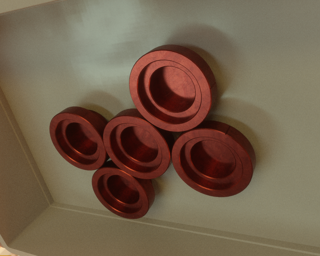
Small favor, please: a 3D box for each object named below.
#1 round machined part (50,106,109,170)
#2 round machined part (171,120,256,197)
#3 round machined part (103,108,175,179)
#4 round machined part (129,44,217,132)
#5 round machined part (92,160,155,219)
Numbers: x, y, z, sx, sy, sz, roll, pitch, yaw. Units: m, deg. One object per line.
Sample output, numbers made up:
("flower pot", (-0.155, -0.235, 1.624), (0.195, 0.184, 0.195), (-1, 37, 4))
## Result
("round machined part", (-0.111, 0.011, 0.460), (0.098, 0.042, 0.097), (13, 124, 21))
("round machined part", (0.067, 0.033, 0.379), (0.098, 0.042, 0.097), (13, 124, 21))
("round machined part", (-0.023, 0.017, 0.416), (0.098, 0.042, 0.097), (13, 124, 21))
("round machined part", (0.018, -0.048, 0.356), (0.098, 0.042, 0.097), (13, 124, 21))
("round machined part", (-0.052, 0.088, 0.476), (0.098, 0.042, 0.097), (13, 124, 21))
